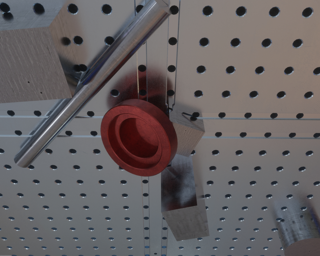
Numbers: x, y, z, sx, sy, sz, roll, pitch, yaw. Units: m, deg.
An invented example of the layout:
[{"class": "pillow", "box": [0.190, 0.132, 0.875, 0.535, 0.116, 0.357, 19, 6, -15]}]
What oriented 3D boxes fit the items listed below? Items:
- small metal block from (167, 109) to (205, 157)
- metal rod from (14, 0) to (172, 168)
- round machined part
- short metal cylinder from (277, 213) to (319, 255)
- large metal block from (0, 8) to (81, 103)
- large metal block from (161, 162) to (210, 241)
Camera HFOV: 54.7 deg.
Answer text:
[{"class": "small metal block", "box": [0.026, 0.008, 0.419, 0.050, 0.025, 0.050, 17, 128, -15]}, {"class": "metal rod", "box": [-0.098, -0.038, 0.378, 0.025, 0.025, 0.299, 35, 122, -26]}, {"class": "round machined part", "box": [-0.022, 0.009, 0.390, 0.098, 0.042, 0.097, 13, 121, 23]}, {"class": "short metal cylinder", "box": [0.262, 0.200, 0.569, 0.081, 0.050, 0.079, 0, 130, 0]}, {"class": "large metal block", "box": [-0.138, -0.076, 0.329, 0.080, 0.050, 0.080, -4, 130, 3]}, {"class": "large metal block", "box": [0.038, 0.112, 0.471, 0.050, 0.080, 0.080, -14, 129, 11]}]
